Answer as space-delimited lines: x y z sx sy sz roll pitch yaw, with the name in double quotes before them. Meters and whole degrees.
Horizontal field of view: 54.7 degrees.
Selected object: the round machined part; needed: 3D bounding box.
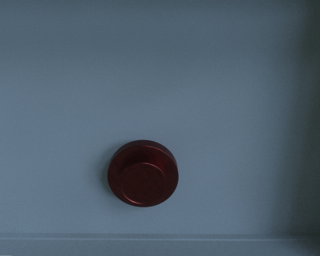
"round machined part" -0.024 0.069 0.428 0.099 0.042 0.097 0 110 -1
